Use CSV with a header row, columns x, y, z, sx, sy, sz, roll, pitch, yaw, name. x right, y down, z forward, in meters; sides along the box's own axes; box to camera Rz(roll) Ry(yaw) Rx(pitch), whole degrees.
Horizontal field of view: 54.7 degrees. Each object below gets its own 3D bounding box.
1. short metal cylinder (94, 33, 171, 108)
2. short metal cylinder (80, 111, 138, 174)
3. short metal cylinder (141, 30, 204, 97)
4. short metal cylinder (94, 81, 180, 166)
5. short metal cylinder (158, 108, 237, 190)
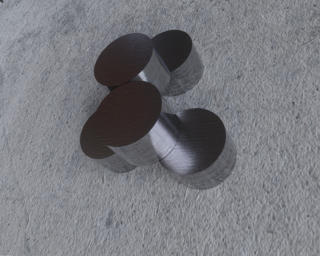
x,y,z,sx,sy,sz,roll,pitch,yaw,name
-0.034,-0.070,0.385,0.080,0.050,0.080,-13,56,21,short metal cylinder
-0.057,0.014,0.411,0.080,0.050,0.080,-13,56,21,short metal cylinder
0.016,-0.091,0.437,0.080,0.050,0.080,-13,56,21,short metal cylinder
-0.024,-0.005,0.340,0.080,0.050,0.080,-13,56,20,short metal cylinder
0.042,0.024,0.352,0.080,0.050,0.080,-13,56,21,short metal cylinder
